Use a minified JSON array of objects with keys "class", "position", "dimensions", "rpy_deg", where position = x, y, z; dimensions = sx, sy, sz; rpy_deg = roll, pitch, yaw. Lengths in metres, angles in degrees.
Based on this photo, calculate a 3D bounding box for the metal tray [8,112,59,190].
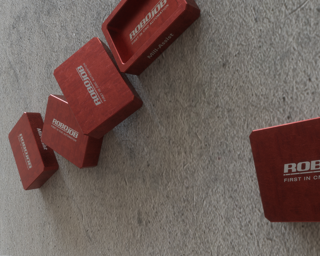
[{"class":"metal tray","position":[-0.252,0.045,0.610],"dimensions":[0.090,0.030,0.130],"rpy_deg":[-41,66,32]}]

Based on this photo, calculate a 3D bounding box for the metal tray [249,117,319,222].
[{"class":"metal tray","position":[0.153,0.035,0.275],"dimensions":[0.130,0.030,0.090],"rpy_deg":[-15,81,39]}]

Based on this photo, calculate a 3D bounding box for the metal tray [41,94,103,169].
[{"class":"metal tray","position":[-0.149,0.003,0.525],"dimensions":[0.130,0.030,0.089],"rpy_deg":[24,105,37]}]

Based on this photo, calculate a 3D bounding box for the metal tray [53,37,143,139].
[{"class":"metal tray","position":[-0.094,-0.060,0.459],"dimensions":[0.090,0.030,0.130],"rpy_deg":[-37,66,9]}]

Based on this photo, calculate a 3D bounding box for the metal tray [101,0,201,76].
[{"class":"metal tray","position":[-0.018,-0.144,0.416],"dimensions":[0.130,0.030,0.090],"rpy_deg":[-38,67,33]}]
